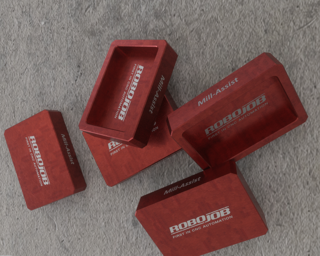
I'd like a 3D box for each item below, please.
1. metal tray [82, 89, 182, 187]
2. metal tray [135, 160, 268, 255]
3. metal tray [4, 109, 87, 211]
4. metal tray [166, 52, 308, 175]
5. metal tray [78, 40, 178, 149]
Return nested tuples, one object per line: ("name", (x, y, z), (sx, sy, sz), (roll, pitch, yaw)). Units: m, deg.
("metal tray", (-0.031, 0.011, 0.417), (0.130, 0.030, 0.090), (-30, 80, 17))
("metal tray", (0.048, 0.104, 0.370), (0.130, 0.030, 0.090), (-26, 107, 18))
("metal tray", (-0.175, 0.048, 0.468), (0.090, 0.030, 0.129), (-24, 82, 18))
("metal tray", (0.085, -0.010, 0.343), (0.130, 0.090, 0.030), (-33, 36, 14))
("metal tray", (-0.040, -0.047, 0.388), (0.090, 0.030, 0.130), (11, 76, 34))
